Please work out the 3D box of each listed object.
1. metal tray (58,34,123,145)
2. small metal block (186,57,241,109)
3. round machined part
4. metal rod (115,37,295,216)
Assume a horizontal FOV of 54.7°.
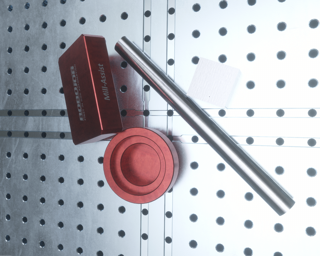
[{"bbox_3d":[-0.097,-0.048,0.420,0.090,0.030,0.129,-19,81,50],"label":"metal tray"},{"bbox_3d":[0.068,-0.056,0.389,0.050,0.025,0.050,22,97,18],"label":"small metal block"},{"bbox_3d":[-0.022,0.047,0.411,0.098,0.042,0.097,0,90,19],"label":"round machined part"},{"bbox_3d":[0.047,-0.012,0.395,0.300,0.025,0.025,46,104,14],"label":"metal rod"}]
